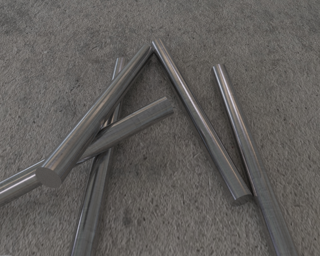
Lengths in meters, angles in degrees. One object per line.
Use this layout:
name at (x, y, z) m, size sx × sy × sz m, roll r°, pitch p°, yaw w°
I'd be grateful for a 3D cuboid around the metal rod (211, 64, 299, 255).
metal rod at (0.107, 0.025, 0.382) m, size 0.025 × 0.025 × 0.300 m, roll -5°, pitch 50°, yaw -4°

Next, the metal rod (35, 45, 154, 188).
metal rod at (-0.060, -0.041, 0.390) m, size 0.025 × 0.025 × 0.301 m, roll 12°, pitch 37°, yaw 10°

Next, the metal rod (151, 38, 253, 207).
metal rod at (0.043, -0.030, 0.428) m, size 0.025 × 0.025 × 0.300 m, roll -14°, pitch 51°, yaw -12°

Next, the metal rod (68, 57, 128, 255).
metal rod at (-0.067, 0.013, 0.391) m, size 0.025 × 0.025 × 0.300 m, roll 3°, pitch 50°, yaw 2°

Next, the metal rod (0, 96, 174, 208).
metal rod at (-0.119, 0.043, 0.341) m, size 0.302 × 0.025 × 0.025 m, roll -29°, pitch 56°, yaw -13°
